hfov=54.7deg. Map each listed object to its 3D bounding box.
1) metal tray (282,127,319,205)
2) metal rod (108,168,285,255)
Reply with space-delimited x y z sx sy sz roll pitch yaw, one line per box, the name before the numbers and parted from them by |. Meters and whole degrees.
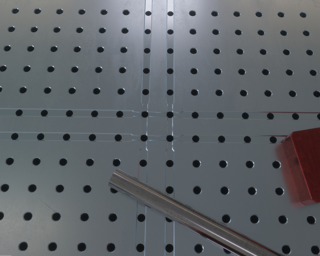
metal tray | 0.236 0.042 0.395 0.131 0.030 0.090 -9 70 -4
metal rod | 0.075 0.127 0.365 0.301 0.025 0.025 26 72 9
